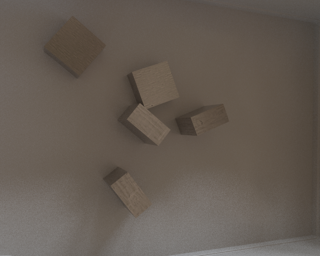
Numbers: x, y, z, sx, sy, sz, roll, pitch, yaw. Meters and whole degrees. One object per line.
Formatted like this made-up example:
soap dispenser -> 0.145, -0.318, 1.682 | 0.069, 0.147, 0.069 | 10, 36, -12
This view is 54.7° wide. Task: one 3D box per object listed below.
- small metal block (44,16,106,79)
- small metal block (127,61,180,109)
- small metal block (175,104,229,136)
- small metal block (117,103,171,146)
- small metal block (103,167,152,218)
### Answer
small metal block -> -0.102, -0.096, 0.373 | 0.050, 0.025, 0.050 | 40, 77, -16
small metal block -> -0.009, -0.055, 0.408 | 0.050, 0.025, 0.050 | -22, 98, -19
small metal block -> 0.056, -0.011, 0.419 | 0.050, 0.050, 0.025 | -23, 98, -19
small metal block -> -0.021, -0.004, 0.390 | 0.050, 0.050, 0.025 | 41, 77, -16
small metal block -> -0.041, 0.078, 0.383 | 0.025, 0.050, 0.050 | -39, 103, -16
